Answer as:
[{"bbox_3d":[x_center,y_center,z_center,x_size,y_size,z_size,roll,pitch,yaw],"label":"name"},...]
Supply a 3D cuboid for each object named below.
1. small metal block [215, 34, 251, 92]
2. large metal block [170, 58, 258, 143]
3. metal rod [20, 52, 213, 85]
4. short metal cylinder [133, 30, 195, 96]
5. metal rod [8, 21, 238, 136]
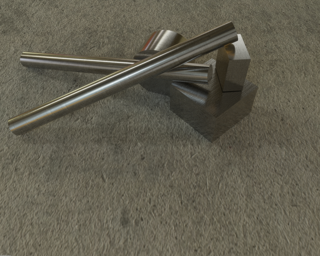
[{"bbox_3d":[0.090,-0.082,0.390,0.025,0.050,0.050,-4,51,-3],"label":"small metal block"},{"bbox_3d":[0.070,-0.039,0.421,0.080,0.050,0.080,-35,58,-25],"label":"large metal block"},{"bbox_3d":[-0.076,-0.088,0.441,0.301,0.025,0.025,9,50,22],"label":"metal rod"},{"bbox_3d":[0.005,-0.093,0.449,0.080,0.080,0.050,16,52,13],"label":"short metal cylinder"},{"bbox_3d":[-0.051,-0.058,0.384,0.301,0.025,0.025,-22,51,8],"label":"metal rod"}]
